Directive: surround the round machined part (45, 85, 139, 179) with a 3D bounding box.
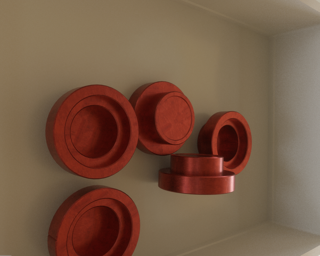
[{"bbox_3d":[-0.075,0.004,0.334,0.099,0.042,0.097,0,90,-40],"label":"round machined part"}]

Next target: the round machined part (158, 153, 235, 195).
[{"bbox_3d":[0.047,0.056,0.401,0.099,0.098,0.042,3,89,-40],"label":"round machined part"}]

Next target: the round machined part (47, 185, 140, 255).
[{"bbox_3d":[-0.073,0.111,0.336,0.099,0.042,0.097,0,90,-40],"label":"round machined part"}]

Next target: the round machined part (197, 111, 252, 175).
[{"bbox_3d":[0.096,0.023,0.479,0.099,0.042,0.097,0,90,-40],"label":"round machined part"}]

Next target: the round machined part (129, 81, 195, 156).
[{"bbox_3d":[0.007,-0.012,0.404,0.099,0.042,0.097,0,90,-40],"label":"round machined part"}]
